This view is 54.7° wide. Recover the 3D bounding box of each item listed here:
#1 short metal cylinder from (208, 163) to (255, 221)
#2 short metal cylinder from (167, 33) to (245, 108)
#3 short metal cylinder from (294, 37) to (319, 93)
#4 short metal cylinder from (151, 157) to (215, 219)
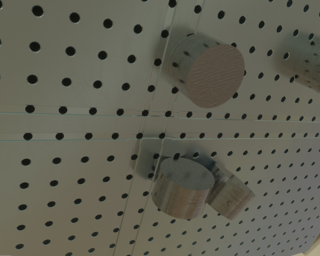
[{"bbox_3d":[0.105,0.101,0.498,0.080,0.080,0.050,31,101,-38],"label":"short metal cylinder"},{"bbox_3d":[0.056,-0.071,0.384,0.081,0.050,0.079,-14,124,-21],"label":"short metal cylinder"},{"bbox_3d":[0.259,-0.095,0.481,0.081,0.050,0.079,-14,125,-21],"label":"short metal cylinder"},{"bbox_3d":[0.033,0.085,0.448,0.081,0.080,0.050,2,117,-30],"label":"short metal cylinder"}]
